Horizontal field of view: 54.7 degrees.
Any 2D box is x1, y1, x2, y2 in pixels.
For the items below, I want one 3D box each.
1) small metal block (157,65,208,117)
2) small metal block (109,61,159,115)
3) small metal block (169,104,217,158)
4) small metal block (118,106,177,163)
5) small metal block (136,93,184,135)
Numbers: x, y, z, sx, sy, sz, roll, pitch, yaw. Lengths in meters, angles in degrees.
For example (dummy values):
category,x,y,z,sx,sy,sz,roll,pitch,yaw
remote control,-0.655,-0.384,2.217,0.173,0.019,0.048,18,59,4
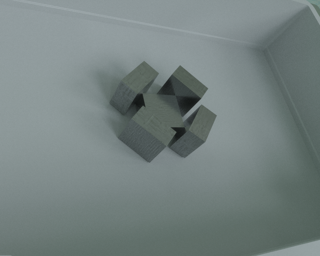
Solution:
category,x,y,z,sx,sy,sz,roll,pitch,yaw
small metal block,0.030,-0.051,0.433,0.050,0.050,0.025,39,50,-3
small metal block,-0.034,-0.051,0.400,0.025,0.050,0.050,41,52,0
small metal block,0.044,0.005,0.407,0.025,0.050,0.050,36,50,-6
small metal block,-0.016,0.009,0.373,0.050,0.050,0.025,39,52,-2
small metal block,0.000,-0.017,0.413,0.050,0.025,0.050,1,61,-28
